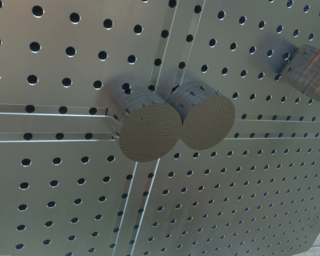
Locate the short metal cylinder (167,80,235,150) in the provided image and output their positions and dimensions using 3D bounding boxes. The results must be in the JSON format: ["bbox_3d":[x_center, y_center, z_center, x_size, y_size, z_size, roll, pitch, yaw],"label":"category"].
[{"bbox_3d":[0.052,-0.017,0.415,0.081,0.050,0.079,-14,125,-21],"label":"short metal cylinder"}]

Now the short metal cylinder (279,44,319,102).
[{"bbox_3d":[0.224,-0.078,0.453,0.080,0.080,0.050,25,105,-37],"label":"short metal cylinder"}]

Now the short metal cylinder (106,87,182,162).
[{"bbox_3d":[-0.020,-0.005,0.382,0.081,0.050,0.079,-14,124,-21],"label":"short metal cylinder"}]
